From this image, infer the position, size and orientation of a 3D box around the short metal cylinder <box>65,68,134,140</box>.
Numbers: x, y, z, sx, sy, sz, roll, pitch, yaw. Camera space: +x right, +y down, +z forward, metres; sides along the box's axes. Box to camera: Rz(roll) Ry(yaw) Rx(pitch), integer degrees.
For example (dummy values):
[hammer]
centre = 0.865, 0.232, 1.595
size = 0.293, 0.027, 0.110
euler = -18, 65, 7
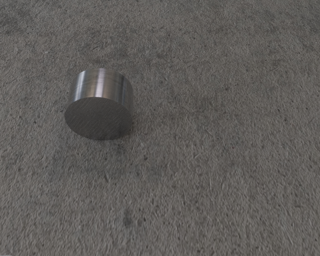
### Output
[short metal cylinder]
centre = -0.074, -0.028, 0.391
size = 0.080, 0.080, 0.050
euler = -1, 50, -1
